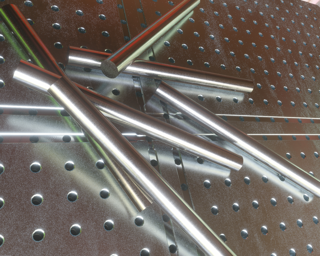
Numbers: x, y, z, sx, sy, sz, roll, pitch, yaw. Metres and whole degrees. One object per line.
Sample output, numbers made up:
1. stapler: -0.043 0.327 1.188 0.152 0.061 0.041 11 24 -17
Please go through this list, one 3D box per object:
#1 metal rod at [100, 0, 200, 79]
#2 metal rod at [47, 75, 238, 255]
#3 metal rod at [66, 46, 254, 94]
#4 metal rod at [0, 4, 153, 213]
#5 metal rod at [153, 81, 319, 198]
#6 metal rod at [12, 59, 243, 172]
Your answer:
1. metal rod: 0.001 -0.157 0.483 0.025 0.025 0.301 39 45 -2
2. metal rod: -0.003 0.064 0.333 0.300 0.025 0.025 47 51 -8
3. metal rod: 0.017 -0.082 0.466 0.302 0.025 0.025 5 60 -26
4. metal rod: -0.103 -0.030 0.370 0.025 0.025 0.300 -31 79 -38
5. metal rod: 0.124 0.020 0.461 0.301 0.025 0.025 31 52 -8
6. metal rod: -0.020 -0.005 0.378 0.302 0.025 0.025 23 53 -23
